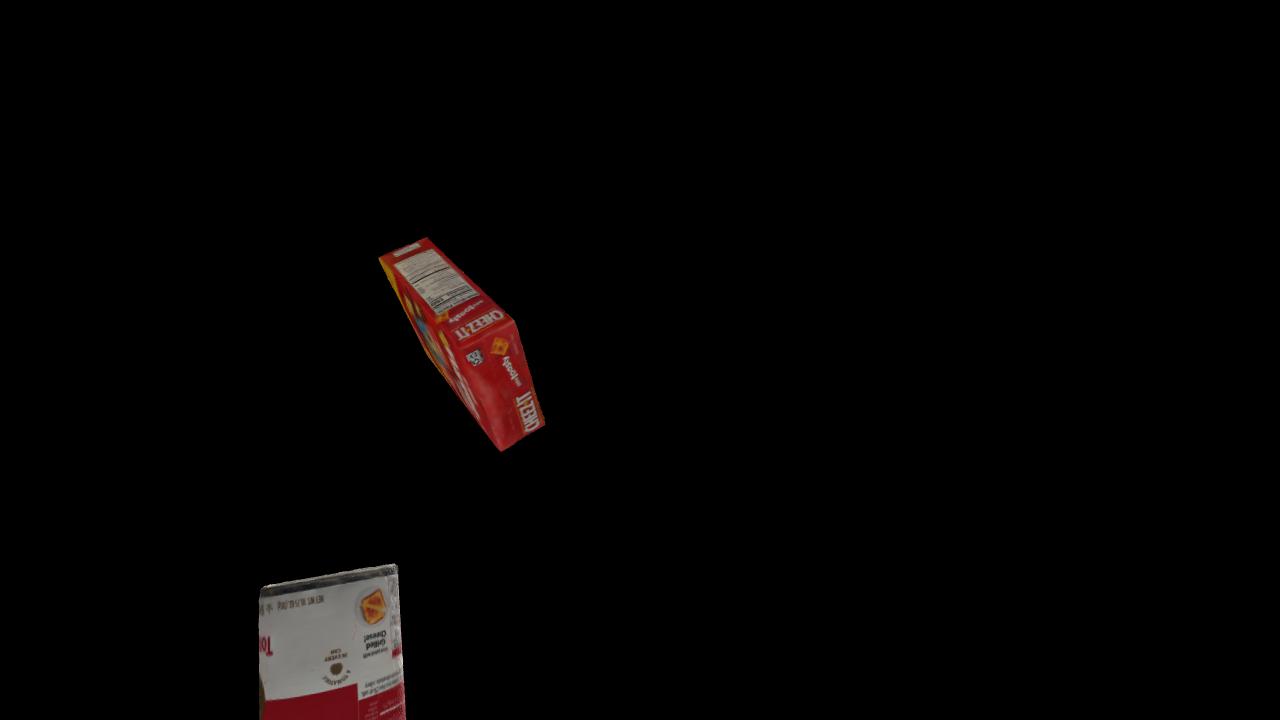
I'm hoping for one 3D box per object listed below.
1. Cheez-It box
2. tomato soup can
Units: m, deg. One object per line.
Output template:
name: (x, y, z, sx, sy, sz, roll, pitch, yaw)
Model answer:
Cheez-It box: (-0.206, -0.023, 0.718, 0.071, 0.166, 0.223, -31, 49, -22)
tomato soup can: (-0.155, 0.161, 0.313, 0.068, 0.101, 0.068, -8, -14, -2)
